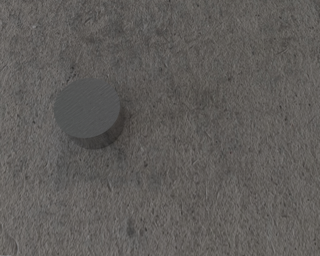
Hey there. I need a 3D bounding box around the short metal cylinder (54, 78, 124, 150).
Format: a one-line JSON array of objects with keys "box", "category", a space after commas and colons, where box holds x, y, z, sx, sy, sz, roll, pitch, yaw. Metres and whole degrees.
[{"box": [-0.089, -0.017, 0.401, 0.080, 0.050, 0.080, 0, 70, 0], "category": "short metal cylinder"}]
